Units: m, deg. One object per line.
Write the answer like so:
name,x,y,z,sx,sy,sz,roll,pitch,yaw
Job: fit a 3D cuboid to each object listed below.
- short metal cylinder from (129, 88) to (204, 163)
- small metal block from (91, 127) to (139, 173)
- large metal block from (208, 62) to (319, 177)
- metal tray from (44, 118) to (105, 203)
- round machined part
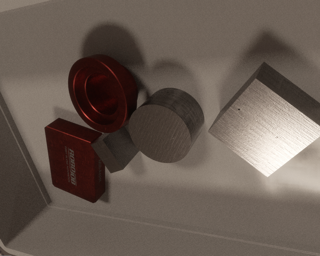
short metal cylinder,0.009,-0.004,0.385,0.080,0.050,0.079,13,124,20
small metal block,-0.062,0.028,0.441,0.025,0.050,0.050,-22,107,36
large metal block,0.112,-0.008,0.328,0.080,0.050,0.080,38,129,2
metal tray,-0.137,0.055,0.510,0.090,0.030,0.129,18,126,17
round machined part,-0.067,-0.046,0.396,0.098,0.042,0.097,17,122,30
